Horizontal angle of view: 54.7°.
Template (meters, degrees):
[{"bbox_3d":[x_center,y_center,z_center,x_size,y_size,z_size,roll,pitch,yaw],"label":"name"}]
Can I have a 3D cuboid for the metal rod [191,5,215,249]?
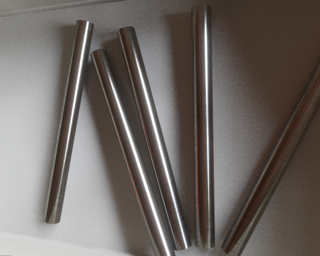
[{"bbox_3d":[0.054,-0.002,0.391,0.025,0.025,0.298,-1,90,20],"label":"metal rod"}]

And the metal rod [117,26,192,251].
[{"bbox_3d":[-0.009,0.010,0.413,0.025,0.025,0.298,-17,84,19],"label":"metal rod"}]

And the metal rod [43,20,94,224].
[{"bbox_3d":[-0.136,-0.006,0.458,0.025,0.025,0.298,12,94,19],"label":"metal rod"}]

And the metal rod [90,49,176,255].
[{"bbox_3d":[-0.038,0.032,0.414,0.025,0.025,0.299,-23,79,18],"label":"metal rod"}]

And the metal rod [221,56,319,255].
[{"bbox_3d":[0.148,0.017,0.358,0.025,0.025,0.298,27,99,18],"label":"metal rod"}]
